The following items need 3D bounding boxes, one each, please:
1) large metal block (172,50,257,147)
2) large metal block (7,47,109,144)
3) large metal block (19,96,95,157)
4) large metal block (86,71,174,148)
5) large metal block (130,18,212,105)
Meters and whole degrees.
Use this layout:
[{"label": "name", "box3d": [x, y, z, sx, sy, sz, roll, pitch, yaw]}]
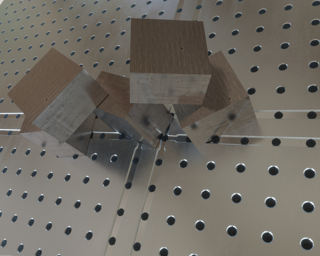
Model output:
[{"label": "large metal block", "box3d": [0.060, -0.035, 0.382, 0.080, 0.050, 0.080, -27, 53, 11]}, {"label": "large metal block", "box3d": [-0.124, -0.041, 0.377, 0.080, 0.050, 0.080, -49, 51, -7]}, {"label": "large metal block", "box3d": [-0.144, -0.011, 0.452, 0.050, 0.080, 0.080, -6, 59, 25]}, {"label": "large metal block", "box3d": [-0.041, -0.024, 0.407, 0.080, 0.080, 0.050, 20, 73, 35]}, {"label": "large metal block", "box3d": [0.008, -0.074, 0.344, 0.081, 0.050, 0.080, 1, 58, -5]}]
